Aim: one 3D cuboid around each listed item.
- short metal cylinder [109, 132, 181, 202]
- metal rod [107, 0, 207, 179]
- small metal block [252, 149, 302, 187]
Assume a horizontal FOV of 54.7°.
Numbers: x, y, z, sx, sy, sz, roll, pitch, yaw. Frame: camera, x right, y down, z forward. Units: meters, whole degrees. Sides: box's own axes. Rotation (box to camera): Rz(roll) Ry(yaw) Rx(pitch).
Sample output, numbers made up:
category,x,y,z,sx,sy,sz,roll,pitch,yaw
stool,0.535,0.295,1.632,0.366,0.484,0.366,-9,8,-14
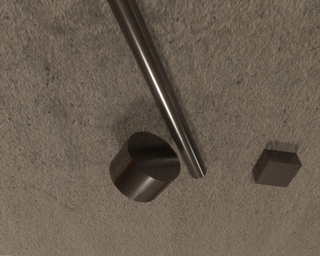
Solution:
category,x,y,z,sx,sy,sz,roll,pitch,yaw
short metal cylinder,-0.020,0.051,0.415,0.080,0.080,0.050,26,125,-21
metal rod,0.005,-0.040,0.373,0.025,0.025,0.299,-16,129,13
small metal block,0.173,0.060,0.462,0.050,0.025,0.050,8,130,-7
